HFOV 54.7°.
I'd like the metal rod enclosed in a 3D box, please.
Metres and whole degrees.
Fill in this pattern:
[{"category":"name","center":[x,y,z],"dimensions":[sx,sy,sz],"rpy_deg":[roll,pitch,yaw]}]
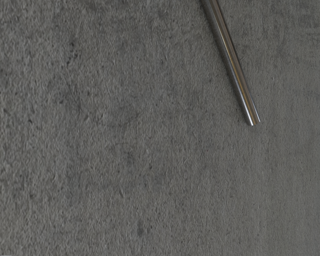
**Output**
[{"category":"metal rod","center":[0.101,-0.136,0.488],"dimensions":[0.025,0.025,0.299],"rpy_deg":[-40,115,-33]}]
